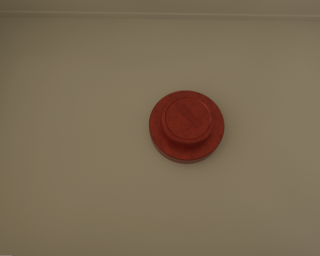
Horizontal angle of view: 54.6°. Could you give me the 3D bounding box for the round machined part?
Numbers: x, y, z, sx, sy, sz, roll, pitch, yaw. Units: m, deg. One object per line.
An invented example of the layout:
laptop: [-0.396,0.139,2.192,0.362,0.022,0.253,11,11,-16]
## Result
round machined part: [0.035,-0.006,0.403,0.099,0.042,0.098,0,70,0]
